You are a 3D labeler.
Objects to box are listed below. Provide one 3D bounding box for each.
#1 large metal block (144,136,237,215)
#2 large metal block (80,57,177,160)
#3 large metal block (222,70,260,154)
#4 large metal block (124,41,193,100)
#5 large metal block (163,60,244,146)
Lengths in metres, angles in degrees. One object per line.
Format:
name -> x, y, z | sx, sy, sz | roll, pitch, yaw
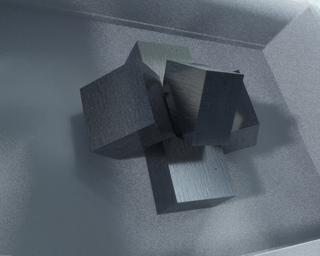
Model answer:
large metal block -> 0.035, 0.054, 0.374 | 0.081, 0.050, 0.080 | 1, 62, -28
large metal block -> -0.037, -0.019, 0.350 | 0.050, 0.080, 0.080 | 30, 40, -58
large metal block -> 0.095, -0.018, 0.422 | 0.050, 0.080, 0.080 | -16, 65, 7
large metal block -> 0.004, -0.069, 0.429 | 0.081, 0.050, 0.080 | -2, 63, -29
large metal block -> 0.043, -0.031, 0.359 | 0.050, 0.079, 0.080 | 0, 18, -30
